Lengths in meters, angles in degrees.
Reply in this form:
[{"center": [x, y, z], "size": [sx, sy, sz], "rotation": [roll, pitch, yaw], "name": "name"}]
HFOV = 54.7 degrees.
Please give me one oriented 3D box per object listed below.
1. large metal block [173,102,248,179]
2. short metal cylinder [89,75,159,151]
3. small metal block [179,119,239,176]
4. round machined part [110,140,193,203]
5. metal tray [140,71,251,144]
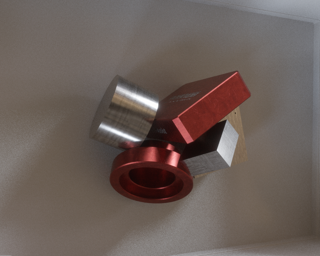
[{"center": [0.063, 0.012, 0.412], "size": [0.081, 0.050, 0.079], "rotation": [-15, 100, -20], "name": "large metal block"}, {"center": [-0.043, -0.016, 0.364], "size": [0.050, 0.080, 0.080], "rotation": [24, 82, -19], "name": "short metal cylinder"}, {"center": [0.055, 0.022, 0.345], "size": [0.025, 0.050, 0.050], "rotation": [50, 43, -21], "name": "small metal block"}, {"center": [-0.009, 0.051, 0.378], "size": [0.099, 0.097, 0.042], "rotation": [22, 47, -19], "name": "round machined part"}, {"center": [0.032, -0.023, 0.366], "size": [0.090, 0.130, 0.030], "rotation": [-37, 103, -17], "name": "metal tray"}]
